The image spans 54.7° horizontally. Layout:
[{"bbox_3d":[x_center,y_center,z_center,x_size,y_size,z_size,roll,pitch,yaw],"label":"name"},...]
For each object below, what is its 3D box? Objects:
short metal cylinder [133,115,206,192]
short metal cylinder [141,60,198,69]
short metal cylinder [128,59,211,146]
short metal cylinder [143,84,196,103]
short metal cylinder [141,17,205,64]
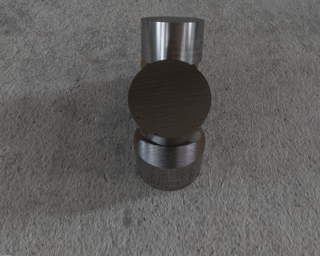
[{"bbox_3d":[0.011,0.027,0.366,0.080,0.050,0.080,0,50,0],"label":"short metal cylinder"},{"bbox_3d":[0.013,-0.076,0.453,0.080,0.050,0.080,0,50,0],"label":"short metal cylinder"},{"bbox_3d":[0.010,-0.024,0.323,0.080,0.050,0.080,0,78,1],"label":"short metal cylinder"},{"bbox_3d":[0.012,-0.035,0.400,0.080,0.080,0.050,1,50,1],"label":"short metal cylinder"},{"bbox_3d":[0.016,-0.115,0.401,0.081,0.050,0.080,1,25,0],"label":"short metal cylinder"}]
